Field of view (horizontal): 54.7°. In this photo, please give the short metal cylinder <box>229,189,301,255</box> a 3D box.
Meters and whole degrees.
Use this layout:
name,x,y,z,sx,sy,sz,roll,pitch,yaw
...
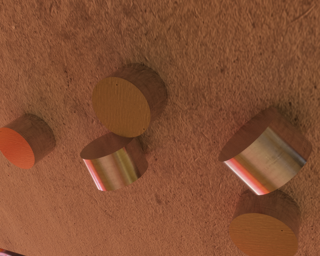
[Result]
name,x,y,z,sx,sy,sz,roll,pitch,yaw
short metal cylinder,0.134,0.122,0.395,0.080,0.050,0.079,13,124,21

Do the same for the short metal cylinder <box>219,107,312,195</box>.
name,x,y,z,sx,sy,sz,roll,pitch,yaw
short metal cylinder,0.109,0.024,0.328,0.050,0.080,0.080,44,129,-2

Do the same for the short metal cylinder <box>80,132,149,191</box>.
name,x,y,z,sx,sy,sz,roll,pitch,yaw
short metal cylinder,-0.062,0.042,0.431,0.080,0.080,0.050,-7,115,31

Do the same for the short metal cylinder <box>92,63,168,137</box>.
name,x,y,z,sx,sy,sz,roll,pitch,yaw
short metal cylinder,-0.037,-0.035,0.389,0.080,0.050,0.079,13,124,21

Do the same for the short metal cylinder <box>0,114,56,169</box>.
name,x,y,z,sx,sy,sz,roll,pitch,yaw
short metal cylinder,-0.226,0.022,0.524,0.080,0.050,0.079,13,124,21
